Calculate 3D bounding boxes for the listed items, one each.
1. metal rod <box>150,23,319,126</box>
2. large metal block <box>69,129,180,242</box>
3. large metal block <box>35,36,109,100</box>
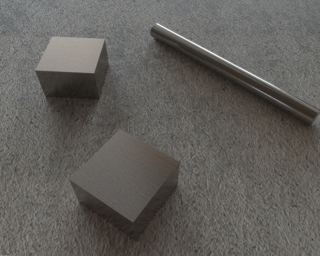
[{"bbox_3d":[0.101,-0.093,0.482,0.300,0.025,0.025,36,59,26],"label":"metal rod"},{"bbox_3d":[-0.035,0.059,0.337,0.080,0.050,0.080,28,55,21],"label":"large metal block"},{"bbox_3d":[-0.126,-0.090,0.461,0.080,0.050,0.080,3,50,2],"label":"large metal block"}]
